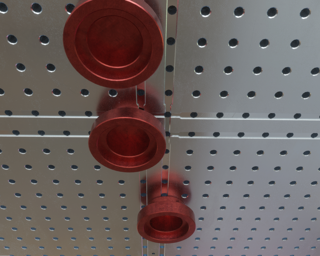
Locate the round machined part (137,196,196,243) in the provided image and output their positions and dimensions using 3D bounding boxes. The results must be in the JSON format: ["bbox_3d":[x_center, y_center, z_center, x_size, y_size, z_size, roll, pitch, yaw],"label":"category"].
[{"bbox_3d":[0.010,0.154,0.532,0.099,0.042,0.097,-1,130,0],"label":"round machined part"}]

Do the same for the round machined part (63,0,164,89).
[{"bbox_3d":[-0.045,-0.093,0.321,0.099,0.042,0.097,-1,130,0],"label":"round machined part"}]

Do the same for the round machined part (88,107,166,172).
[{"bbox_3d":[-0.042,0.011,0.409,0.099,0.042,0.097,-1,130,0],"label":"round machined part"}]
